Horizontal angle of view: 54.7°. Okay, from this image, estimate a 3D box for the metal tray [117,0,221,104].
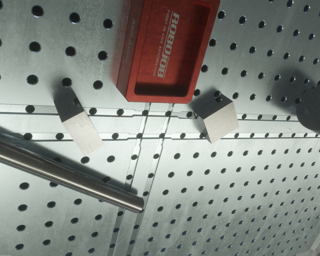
[{"bbox_3d":[0.008,-0.093,0.355,0.091,0.030,0.129,0,119,-29],"label":"metal tray"}]

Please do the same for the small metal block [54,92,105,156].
[{"bbox_3d":[-0.090,-0.005,0.344,0.025,0.050,0.050,-30,129,-10],"label":"small metal block"}]

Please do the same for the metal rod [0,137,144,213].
[{"bbox_3d":[-0.130,0.051,0.372,0.301,0.025,0.025,34,99,-39],"label":"metal rod"}]

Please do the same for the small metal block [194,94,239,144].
[{"bbox_3d":[0.083,-0.013,0.451,0.050,0.025,0.050,-31,129,-8],"label":"small metal block"}]

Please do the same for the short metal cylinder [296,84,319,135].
[{"bbox_3d":[0.278,-0.027,0.514,0.050,0.080,0.080,20,108,-36],"label":"short metal cylinder"}]
